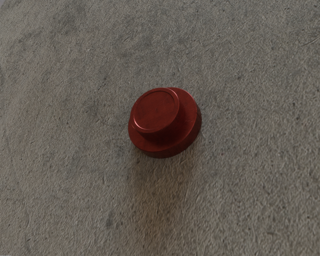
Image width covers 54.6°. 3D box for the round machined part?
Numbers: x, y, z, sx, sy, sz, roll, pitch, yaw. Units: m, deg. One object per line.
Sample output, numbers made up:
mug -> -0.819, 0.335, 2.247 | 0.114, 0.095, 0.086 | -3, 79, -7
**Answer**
round machined part -> 0.001, -0.013, 0.402 | 0.098, 0.042, 0.098 | -13, 56, 21
